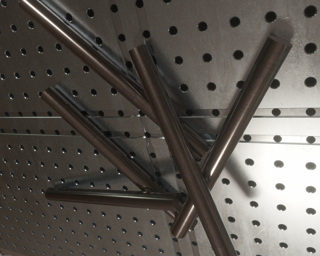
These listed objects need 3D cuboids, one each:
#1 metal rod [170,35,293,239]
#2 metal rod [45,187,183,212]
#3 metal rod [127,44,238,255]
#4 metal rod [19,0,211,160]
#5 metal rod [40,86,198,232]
[{"bbox_3d":[0.072,0.034,0.377,0.025,0.025,0.298,27,123,11],"label":"metal rod"},{"bbox_3d":[-0.093,0.113,0.507,0.300,0.025,0.025,-7,115,38],"label":"metal rod"},{"bbox_3d":[0.032,0.043,0.375,0.025,0.025,0.299,-21,94,35],"label":"metal rod"},{"bbox_3d":[-0.057,-0.066,0.398,0.300,0.025,0.025,40,129,0],"label":"metal rod"},{"bbox_3d":[-0.060,0.049,0.470,0.300,0.025,0.025,43,129,-2],"label":"metal rod"}]
